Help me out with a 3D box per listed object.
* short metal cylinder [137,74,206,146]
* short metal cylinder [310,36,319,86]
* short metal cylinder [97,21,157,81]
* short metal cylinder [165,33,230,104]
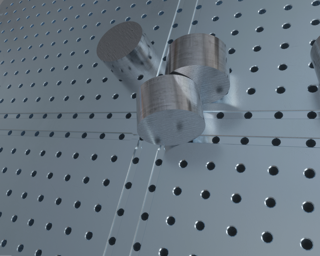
[{"bbox_3d":[0.012,-0.020,0.378,0.080,0.080,0.050,-17,56,18],"label":"short metal cylinder"},{"bbox_3d":[0.199,-0.066,0.309,0.080,0.080,0.050,-12,57,21],"label":"short metal cylinder"},{"bbox_3d":[-0.053,-0.122,0.493,0.080,0.050,0.080,-13,56,20],"label":"short metal cylinder"},{"bbox_3d":[0.047,-0.072,0.392,0.080,0.080,0.050,-9,58,23],"label":"short metal cylinder"}]
